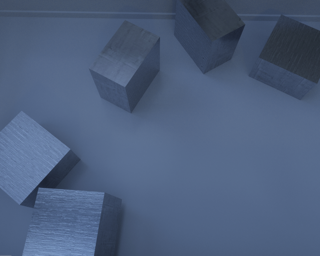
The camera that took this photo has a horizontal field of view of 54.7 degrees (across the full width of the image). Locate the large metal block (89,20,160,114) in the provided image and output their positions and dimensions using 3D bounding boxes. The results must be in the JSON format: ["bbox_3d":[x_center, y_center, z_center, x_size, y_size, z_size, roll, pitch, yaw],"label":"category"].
[{"bbox_3d":[-0.042,-0.078,0.408,0.050,0.080,0.080,28,72,9],"label":"large metal block"}]

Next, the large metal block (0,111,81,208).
[{"bbox_3d":[-0.160,0.040,0.380,0.080,0.050,0.080,36,74,12],"label":"large metal block"}]

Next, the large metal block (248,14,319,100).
[{"bbox_3d":[0.184,-0.099,0.435,0.080,0.050,0.080,28,72,9],"label":"large metal block"}]

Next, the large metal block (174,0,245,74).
[{"bbox_3d":[0.064,-0.136,0.431,0.050,0.080,0.080,-30,73,-10],"label":"large metal block"}]

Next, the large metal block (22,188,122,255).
[{"bbox_3d":[-0.095,0.113,0.344,0.080,0.050,0.080,1,69,16],"label":"large metal block"}]
